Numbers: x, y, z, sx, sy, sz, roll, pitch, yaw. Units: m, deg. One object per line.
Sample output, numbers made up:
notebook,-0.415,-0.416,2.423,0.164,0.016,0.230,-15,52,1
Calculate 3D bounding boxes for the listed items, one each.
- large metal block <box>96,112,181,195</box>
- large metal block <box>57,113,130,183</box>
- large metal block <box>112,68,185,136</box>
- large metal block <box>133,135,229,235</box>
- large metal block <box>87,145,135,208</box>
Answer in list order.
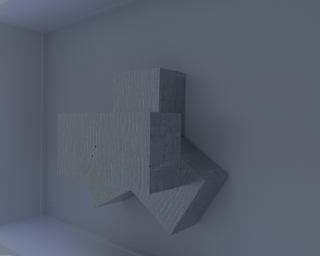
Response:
large metal block,-0.024,0.023,0.342,0.080,0.050,0.080,1,91,40
large metal block,-0.085,0.022,0.394,0.080,0.050,0.080,1,91,40
large metal block,-0.016,-0.031,0.402,0.080,0.050,0.079,2,91,40
large metal block,0.020,0.064,0.371,0.080,0.050,0.080,42,115,32
large metal block,-0.061,0.058,0.439,0.080,0.050,0.080,-32,70,35
